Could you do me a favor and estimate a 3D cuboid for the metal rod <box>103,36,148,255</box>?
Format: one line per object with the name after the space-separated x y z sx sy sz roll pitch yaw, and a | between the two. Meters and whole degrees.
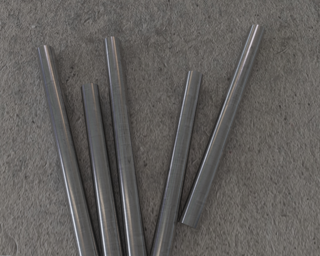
-0.048 0.013 0.402 0.025 0.025 0.299 -8 70 -3 | metal rod

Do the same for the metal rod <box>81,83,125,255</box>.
-0.067 0.082 0.377 0.025 0.025 0.299 -11 70 -4 | metal rod

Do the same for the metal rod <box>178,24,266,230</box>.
0.089 -0.015 0.413 0.025 0.025 0.300 21 71 7 | metal rod

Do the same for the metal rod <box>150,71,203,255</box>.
0.019 0.064 0.384 0.025 0.025 0.299 11 70 4 | metal rod

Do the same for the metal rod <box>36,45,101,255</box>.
-0.121 0.023 0.398 0.025 0.025 0.299 -16 71 -6 | metal rod
